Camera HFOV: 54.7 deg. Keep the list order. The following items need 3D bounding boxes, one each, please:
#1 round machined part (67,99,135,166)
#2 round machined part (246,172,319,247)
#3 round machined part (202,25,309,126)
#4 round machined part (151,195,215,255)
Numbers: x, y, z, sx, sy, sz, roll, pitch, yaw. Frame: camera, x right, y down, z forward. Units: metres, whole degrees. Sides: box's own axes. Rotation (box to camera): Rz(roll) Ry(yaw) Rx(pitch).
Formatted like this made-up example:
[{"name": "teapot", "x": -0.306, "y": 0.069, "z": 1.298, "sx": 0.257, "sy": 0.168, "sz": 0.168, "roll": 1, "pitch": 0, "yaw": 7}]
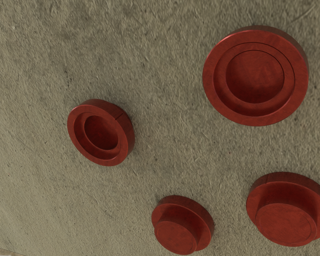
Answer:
[{"name": "round machined part", "x": -0.078, "y": 0.003, "z": 0.439, "sx": 0.098, "sy": 0.042, "sz": 0.097, "roll": 13, "pitch": 124, "yaw": 21}, {"name": "round machined part", "x": 0.155, "y": 0.105, "z": 0.379, "sx": 0.098, "sy": 0.042, "sz": 0.097, "roll": 13, "pitch": 124, "yaw": 21}, {"name": "round machined part", "x": 0.096, "y": -0.054, "z": 0.312, "sx": 0.098, "sy": 0.042, "sz": 0.097, "roll": 13, "pitch": 124, "yaw": 21}, {"name": "round machined part", "x": 0.030, "y": 0.155, "z": 0.476, "sx": 0.098, "sy": 0.042, "sz": 0.097, "roll": 13, "pitch": 124, "yaw": 21}]
